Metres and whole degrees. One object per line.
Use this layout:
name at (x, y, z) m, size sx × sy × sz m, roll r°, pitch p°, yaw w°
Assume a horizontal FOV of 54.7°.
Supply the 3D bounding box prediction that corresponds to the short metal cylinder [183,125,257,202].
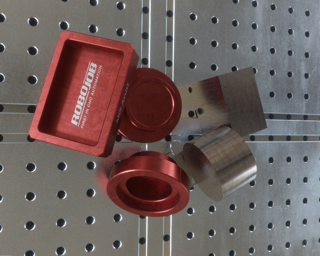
short metal cylinder at (0.072, 0.043, 0.383) m, size 0.050 × 0.080 × 0.080 m, roll -27°, pitch 99°, yaw -18°

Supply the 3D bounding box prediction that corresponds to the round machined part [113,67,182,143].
round machined part at (-0.017, -0.029, 0.397) m, size 0.099 × 0.042 × 0.097 m, roll 0°, pitch 90°, yaw -20°

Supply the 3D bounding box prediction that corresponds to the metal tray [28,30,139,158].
metal tray at (-0.086, -0.039, 0.357) m, size 0.090 × 0.030 × 0.129 m, roll 15°, pitch 84°, yaw 9°

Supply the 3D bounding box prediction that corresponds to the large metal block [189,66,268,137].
large metal block at (0.088, -0.031, 0.416) m, size 0.050 × 0.080 × 0.080 m, roll -18°, pitch 96°, yaw -19°

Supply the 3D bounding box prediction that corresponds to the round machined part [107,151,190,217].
round machined part at (-0.012, 0.065, 0.380) m, size 0.098 × 0.097 × 0.042 m, roll 28°, pitch 42°, yaw -18°

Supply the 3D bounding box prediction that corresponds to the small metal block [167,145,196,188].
small metal block at (0.034, 0.054, 0.425) m, size 0.050 × 0.025 × 0.050 m, roll -31°, pitch 100°, yaw -17°
